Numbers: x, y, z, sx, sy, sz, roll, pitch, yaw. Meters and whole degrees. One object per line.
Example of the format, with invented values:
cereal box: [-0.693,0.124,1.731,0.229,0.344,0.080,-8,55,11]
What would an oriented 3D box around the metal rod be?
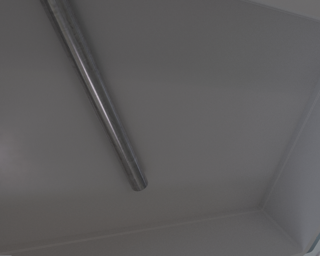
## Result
metal rod: [-0.067,-0.033,0.351,0.025,0.025,0.299,-27,128,-11]
